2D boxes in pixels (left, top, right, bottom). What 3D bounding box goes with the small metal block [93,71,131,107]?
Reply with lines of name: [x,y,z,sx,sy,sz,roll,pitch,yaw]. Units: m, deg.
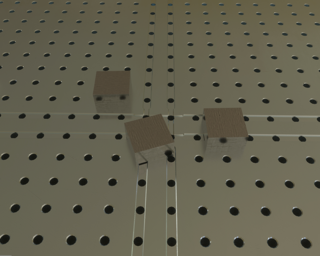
small metal block: [-0.069,-0.058,0.457,0.050,0.025,0.050,-1,50,-1]

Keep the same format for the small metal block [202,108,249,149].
small metal block: [0.084,0.000,0.408,0.050,0.025,0.050,-1,50,-1]

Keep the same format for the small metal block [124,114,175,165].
small metal block: [-0.014,0.013,0.397,0.050,0.025,0.050,-15,52,-12]
